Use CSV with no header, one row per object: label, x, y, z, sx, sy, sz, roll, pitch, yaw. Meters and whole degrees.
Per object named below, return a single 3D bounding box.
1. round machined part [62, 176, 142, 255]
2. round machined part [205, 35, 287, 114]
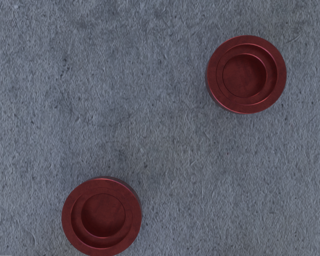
round machined part,-0.072,0.111,0.401,0.099,0.042,0.097,0,90,0
round machined part,0.107,-0.066,0.402,0.099,0.042,0.097,0,90,0
